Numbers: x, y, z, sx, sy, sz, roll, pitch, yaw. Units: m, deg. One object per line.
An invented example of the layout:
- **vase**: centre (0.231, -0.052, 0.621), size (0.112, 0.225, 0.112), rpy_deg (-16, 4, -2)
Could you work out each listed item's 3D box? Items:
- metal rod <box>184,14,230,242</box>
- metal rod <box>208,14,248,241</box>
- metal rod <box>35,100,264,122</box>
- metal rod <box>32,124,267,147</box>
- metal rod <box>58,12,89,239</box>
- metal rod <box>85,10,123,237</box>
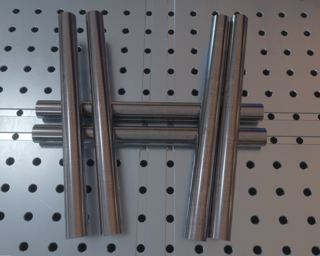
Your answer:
- **metal rod**: centre (0.063, -0.015, 0.392), size (0.025, 0.025, 0.299), rpy_deg (9, 70, 3)
- **metal rod**: centre (0.089, -0.016, 0.392), size (0.025, 0.025, 0.299), rpy_deg (9, 70, 3)
- **metal rod**: centre (-0.014, -0.023, 0.421), size (0.302, 0.025, 0.025), rpy_deg (1, 70, 0)
- **metal rod**: centre (-0.013, 0.010, 0.409), size (0.302, 0.025, 0.025), rpy_deg (1, 70, 0)
- **metal rod**: centre (-0.112, -0.018, 0.392), size (0.025, 0.025, 0.299), rpy_deg (-8, 70, -3)
- **metal rod**: centre (-0.074, -0.021, 0.393), size (0.025, 0.025, 0.299), rpy_deg (-7, 70, -3)
